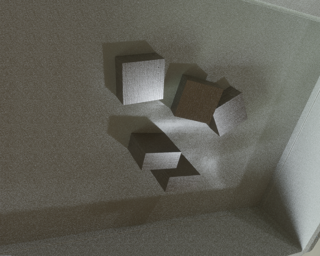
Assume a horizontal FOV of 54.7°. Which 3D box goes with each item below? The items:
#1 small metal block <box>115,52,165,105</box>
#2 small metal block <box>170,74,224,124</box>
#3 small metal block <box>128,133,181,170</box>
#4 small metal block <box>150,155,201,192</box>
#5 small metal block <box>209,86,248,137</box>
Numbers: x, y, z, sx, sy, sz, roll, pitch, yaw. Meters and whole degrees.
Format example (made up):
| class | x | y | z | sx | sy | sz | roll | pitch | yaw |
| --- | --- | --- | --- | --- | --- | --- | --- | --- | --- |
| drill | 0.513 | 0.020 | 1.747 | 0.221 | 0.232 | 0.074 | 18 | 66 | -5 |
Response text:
| class | x | y | z | sx | sy | sz | roll | pitch | yaw |
| --- | --- | --- | --- | --- | --- | --- | --- | --- | --- |
| small metal block | -0.023 | -0.058 | 0.360 | 0.050 | 0.025 | 0.050 | -11 | 123 | -22 |
| small metal block | 0.047 | -0.037 | 0.403 | 0.050 | 0.025 | 0.050 | 12 | 113 | -17 |
| small metal block | -0.008 | 0.029 | 0.406 | 0.050 | 0.050 | 0.025 | 0 | 118 | -29 |
| small metal block | 0.021 | 0.064 | 0.444 | 0.050 | 0.050 | 0.025 | 1 | 118 | -29 |
| small metal block | 0.094 | -0.024 | 0.445 | 0.050 | 0.025 | 0.050 | -32 | 129 | -8 |
